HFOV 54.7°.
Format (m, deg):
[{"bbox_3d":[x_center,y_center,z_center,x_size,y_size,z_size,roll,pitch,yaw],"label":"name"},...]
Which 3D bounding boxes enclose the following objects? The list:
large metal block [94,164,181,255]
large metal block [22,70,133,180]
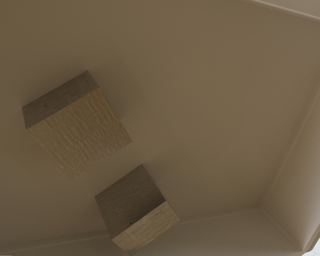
[{"bbox_3d":[-0.032,0.110,0.423,0.080,0.080,0.050,-35,129,-6],"label":"large metal block"},{"bbox_3d":[-0.089,-0.003,0.342,0.080,0.050,0.080,-32,129,-7],"label":"large metal block"}]
